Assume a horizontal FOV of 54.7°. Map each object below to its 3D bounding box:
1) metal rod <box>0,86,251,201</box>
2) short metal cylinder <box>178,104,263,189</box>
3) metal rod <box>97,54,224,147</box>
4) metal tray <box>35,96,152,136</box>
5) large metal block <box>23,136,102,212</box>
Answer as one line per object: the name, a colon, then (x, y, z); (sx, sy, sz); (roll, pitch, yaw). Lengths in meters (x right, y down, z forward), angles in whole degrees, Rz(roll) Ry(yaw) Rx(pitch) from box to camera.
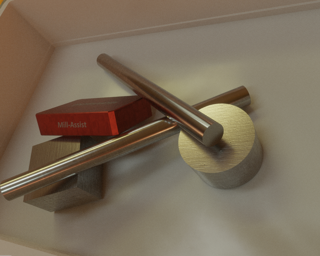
metal rod: (-0.037, 0.016, 0.364); (0.302, 0.025, 0.025); (-22, 53, -3)
short metal cylinder: (0.067, 0.020, 0.338); (0.080, 0.050, 0.080); (-13, 56, 20)
metal rod: (-0.022, -0.054, 0.410); (0.025, 0.025, 0.300); (-46, 39, -4)
metal tray: (-0.088, -0.018, 0.421); (0.130, 0.030, 0.091); (0, 18, 29)
large metal block: (-0.125, 0.058, 0.412); (0.080, 0.050, 0.080); (-18, 55, 17)
